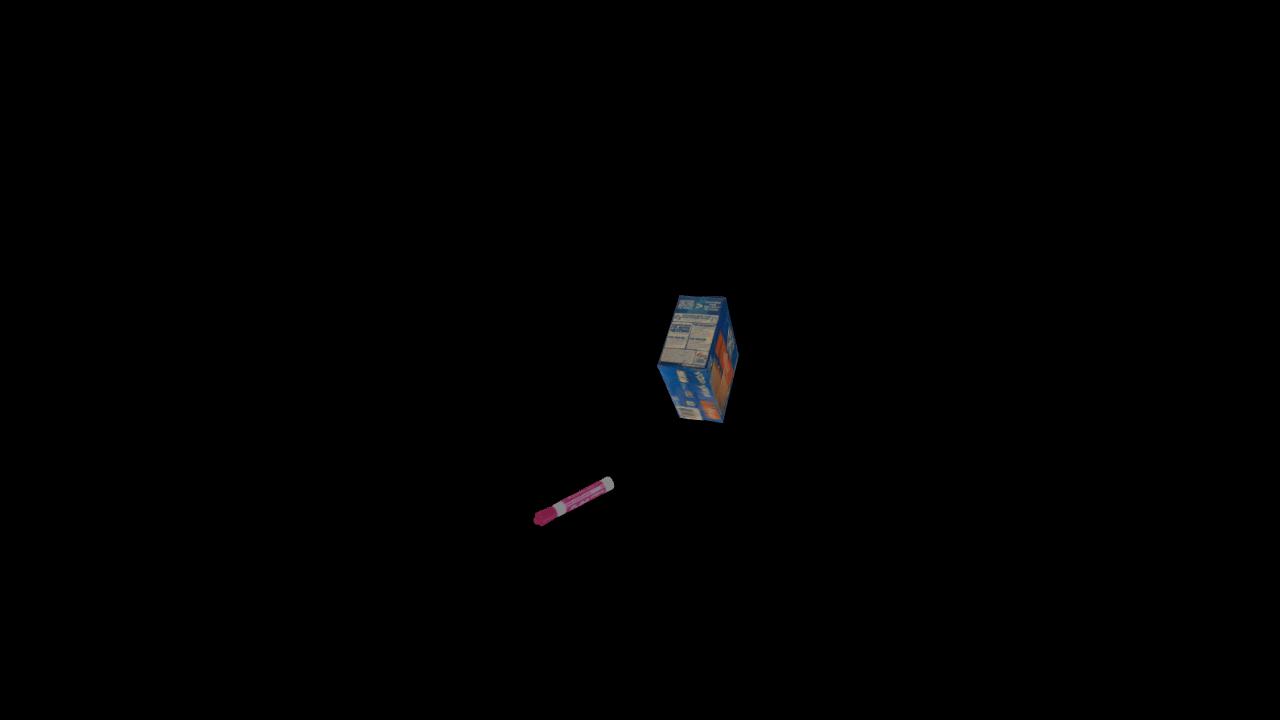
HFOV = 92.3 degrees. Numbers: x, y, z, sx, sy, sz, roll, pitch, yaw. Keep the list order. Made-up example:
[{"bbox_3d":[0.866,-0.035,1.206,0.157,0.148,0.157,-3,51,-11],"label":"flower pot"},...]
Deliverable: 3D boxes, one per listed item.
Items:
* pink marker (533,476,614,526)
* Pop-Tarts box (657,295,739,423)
[{"bbox_3d":[-0.085,0.183,0.794,0.121,0.020,0.020,-21,13,-38],"label":"pink marker"},{"bbox_3d":[0.102,0.000,1.011,0.083,0.141,0.167,6,-32,21],"label":"Pop-Tarts box"}]
